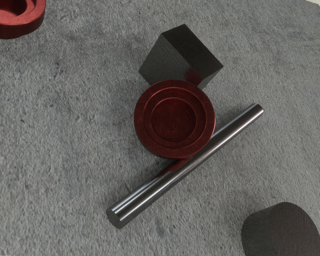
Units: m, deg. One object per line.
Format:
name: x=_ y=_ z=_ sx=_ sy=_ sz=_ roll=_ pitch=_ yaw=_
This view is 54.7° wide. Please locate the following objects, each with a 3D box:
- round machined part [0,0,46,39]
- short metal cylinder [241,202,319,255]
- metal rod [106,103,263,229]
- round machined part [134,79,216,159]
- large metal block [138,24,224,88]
round machined part: x=-0.194 y=-0.148 z=0.379 sx=0.099 sy=0.042 sz=0.098 roll=14 pitch=56 yaw=-21
short metal cylinder: x=0.149 y=0.138 z=0.384 sx=0.081 sy=0.050 sz=0.080 roll=14 pitch=56 yaw=-21
metal rod: x=0.055 y=0.033 z=0.412 sx=0.302 sy=0.025 sz=0.025 roll=-31 pitch=79 yaw=-38
round machined part: x=0.017 y=-0.008 z=0.391 sx=0.099 sy=0.042 sz=0.098 roll=1 pitch=77 yaw=-5
large metal block: x=0.027 y=-0.082 z=0.433 sx=0.080 sy=0.080 sz=0.050 roll=49 pitch=51 yaw=6
